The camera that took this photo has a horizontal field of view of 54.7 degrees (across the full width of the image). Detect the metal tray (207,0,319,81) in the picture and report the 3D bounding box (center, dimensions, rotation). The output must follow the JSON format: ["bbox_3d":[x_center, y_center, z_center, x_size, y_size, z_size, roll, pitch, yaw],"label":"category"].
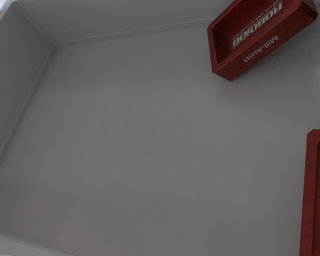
[{"bbox_3d":[0.116,-0.129,0.380,0.129,0.030,0.090,-37,43,44],"label":"metal tray"}]

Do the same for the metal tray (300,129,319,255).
[{"bbox_3d":[0.170,0.068,0.259,0.090,0.030,0.130,2,71,29],"label":"metal tray"}]

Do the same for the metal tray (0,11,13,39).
[{"bbox_3d":[-0.440,-0.235,0.780,0.090,0.030,0.130,13,68,33],"label":"metal tray"}]
